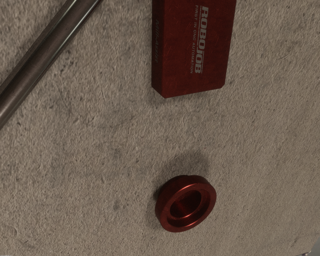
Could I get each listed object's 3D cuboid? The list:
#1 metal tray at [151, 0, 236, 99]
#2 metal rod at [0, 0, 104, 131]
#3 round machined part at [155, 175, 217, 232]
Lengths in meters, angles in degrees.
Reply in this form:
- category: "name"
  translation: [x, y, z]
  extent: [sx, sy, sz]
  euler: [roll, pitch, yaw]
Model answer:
- category: "metal tray"
  translation: [0.038, -0.105, 0.361]
  extent: [0.091, 0.030, 0.129]
  euler: [-13, 124, -22]
- category: "metal rod"
  translation: [-0.081, -0.109, 0.295]
  extent: [0.299, 0.025, 0.025]
  euler: [-49, 129, 6]
- category: "round machined part"
  translation: [0.036, 0.113, 0.488]
  extent: [0.099, 0.042, 0.097]
  euler: [-14, 125, -21]
